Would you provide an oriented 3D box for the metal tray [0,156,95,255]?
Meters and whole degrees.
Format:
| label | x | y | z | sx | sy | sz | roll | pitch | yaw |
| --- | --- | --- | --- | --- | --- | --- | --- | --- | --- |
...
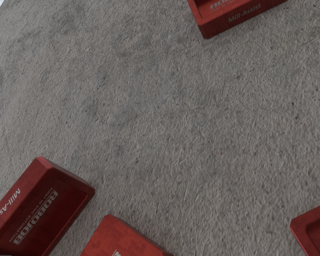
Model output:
| label | x | y | z | sx | sy | sz | roll | pitch | yaw |
| --- | --- | --- | --- | --- | --- | --- | --- | --- | --- |
| metal tray | -0.150 | 0.108 | 0.374 | 0.030 | 0.090 | 0.130 | 29 | 77 | 37 |

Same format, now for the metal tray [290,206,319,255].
| label | x | y | z | sx | sy | sz | roll | pitch | yaw |
| --- | --- | --- | --- | --- | --- | --- | --- | --- | --- |
| metal tray | 0.187 | 0.090 | 0.247 | 0.130 | 0.030 | 0.090 | -30 | 52 | 8 |

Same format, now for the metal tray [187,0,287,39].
| label | x | y | z | sx | sy | sz | roll | pitch | yaw |
| --- | --- | --- | --- | --- | --- | --- | --- | --- | --- |
| metal tray | 0.111 | -0.198 | 0.463 | 0.130 | 0.030 | 0.090 | -23 | 53 | 14 |

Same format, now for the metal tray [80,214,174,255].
| label | x | y | z | sx | sy | sz | roll | pitch | yaw |
| --- | --- | --- | --- | --- | --- | --- | --- | --- | --- |
| metal tray | -0.054 | 0.170 | 0.325 | 0.090 | 0.030 | 0.130 | 22 | 73 | 36 |
